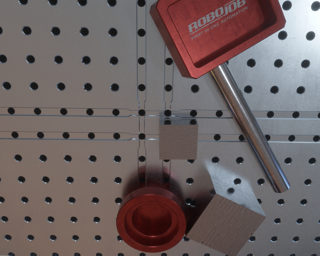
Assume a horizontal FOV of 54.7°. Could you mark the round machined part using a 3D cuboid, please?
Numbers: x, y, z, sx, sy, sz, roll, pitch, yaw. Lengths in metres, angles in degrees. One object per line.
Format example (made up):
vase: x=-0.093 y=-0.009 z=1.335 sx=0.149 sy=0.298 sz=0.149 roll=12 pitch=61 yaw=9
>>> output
round machined part: x=-0.011 y=0.128 z=0.450 sx=0.099 sy=0.042 sz=0.097 roll=0 pitch=109 yaw=1

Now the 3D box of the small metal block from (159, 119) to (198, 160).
small metal block: x=0.024 y=0.015 z=0.419 sx=0.050 sy=0.025 sz=0.050 roll=0 pitch=110 yaw=-1

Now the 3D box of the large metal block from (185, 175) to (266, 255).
large metal block: x=0.090 y=0.127 z=0.448 sx=0.080 sy=0.050 sz=0.080 roll=27 pitch=108 yaw=-10

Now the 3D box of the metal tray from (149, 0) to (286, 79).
metal tray: x=0.066 y=-0.124 z=0.345 sx=0.131 sy=0.030 sz=0.090 roll=-31 pitch=107 yaw=-8

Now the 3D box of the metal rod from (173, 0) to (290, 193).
metal rod: x=0.098 y=-0.034 z=0.402 sx=0.025 sy=0.025 sz=0.299 roll=-30 pitch=108 yaw=10
